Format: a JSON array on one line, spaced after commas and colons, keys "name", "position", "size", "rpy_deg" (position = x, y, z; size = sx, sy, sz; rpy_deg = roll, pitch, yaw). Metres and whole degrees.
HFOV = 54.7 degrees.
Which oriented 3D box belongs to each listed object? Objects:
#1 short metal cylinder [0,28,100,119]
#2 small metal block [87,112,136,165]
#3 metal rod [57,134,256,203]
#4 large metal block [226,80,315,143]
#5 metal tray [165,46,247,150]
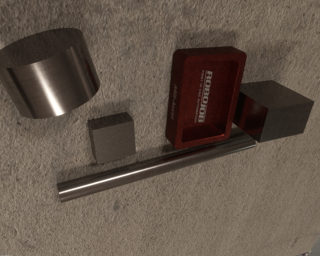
[{"name": "short metal cylinder", "position": [-0.102, -0.052, 0.284], "size": [0.081, 0.080, 0.050], "rpy_deg": [-24, 128, -14]}, {"name": "small metal block", "position": [-0.059, 0.012, 0.383], "size": [0.050, 0.025, 0.050], "rpy_deg": [-14, 125, -21]}, {"name": "metal rod", "position": [0.010, 0.051, 0.445], "size": [0.303, 0.025, 0.025], "rpy_deg": [-13, 124, -22]}, {"name": "large metal block", "position": [0.151, -0.027, 0.439], "size": [0.081, 0.080, 0.050], "rpy_deg": [-9, 123, -24]}, {"name": "metal tray", "position": [0.059, -0.039, 0.413], "size": [0.091, 0.030, 0.129], "rpy_deg": [-10, 123, -24]}]
